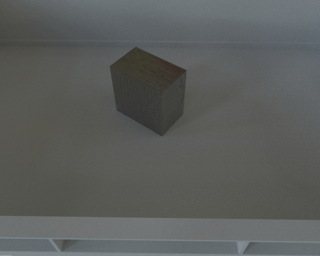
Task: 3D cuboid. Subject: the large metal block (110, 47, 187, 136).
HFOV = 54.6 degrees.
[{"bbox_3d":[-0.015,-0.048,0.410,0.080,0.080,0.050,30,56,22],"label":"large metal block"}]
